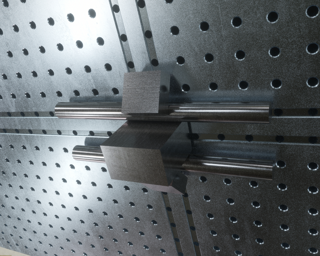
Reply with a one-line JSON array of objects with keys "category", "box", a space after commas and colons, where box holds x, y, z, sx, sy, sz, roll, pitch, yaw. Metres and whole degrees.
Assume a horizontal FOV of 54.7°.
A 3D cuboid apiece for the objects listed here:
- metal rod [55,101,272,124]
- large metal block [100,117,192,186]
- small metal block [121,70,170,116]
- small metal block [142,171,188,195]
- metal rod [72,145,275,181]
[{"category": "metal rod", "box": [-0.015, -0.022, 0.400, 0.301, 0.025, 0.025, 2, 120, 27]}, {"category": "large metal block", "box": [-0.014, 0.025, 0.392, 0.080, 0.080, 0.050, 2, 119, 27]}, {"category": "small metal block", "box": [-0.017, -0.041, 0.375, 0.050, 0.025, 0.050, 1, 84, 27]}, {"category": "small metal block", "box": [0.005, 0.072, 0.433, 0.050, 0.025, 0.050, 3, 157, 26]}, {"category": "metal rod", "box": [0.000, 0.045, 0.434, 0.301, 0.025, 0.025, 2, 120, 27]}]
